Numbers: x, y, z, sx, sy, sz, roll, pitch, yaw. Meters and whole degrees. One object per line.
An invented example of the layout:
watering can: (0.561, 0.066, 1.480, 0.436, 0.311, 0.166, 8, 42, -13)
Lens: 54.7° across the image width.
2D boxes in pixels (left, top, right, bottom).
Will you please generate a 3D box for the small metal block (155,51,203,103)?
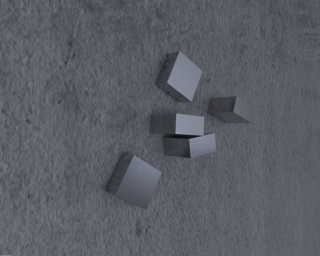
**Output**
small metal block: (0.027, -0.070, 0.429, 0.050, 0.025, 0.050, 33, 69, -35)

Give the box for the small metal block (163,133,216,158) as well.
small metal block: (0.040, 0.022, 0.425, 0.050, 0.050, 0.025, -10, 97, -40)

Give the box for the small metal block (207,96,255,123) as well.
small metal block: (0.111, -0.027, 0.484, 0.050, 0.050, 0.025, 24, 75, -38)

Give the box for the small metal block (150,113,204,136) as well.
small metal block: (0.022, -0.004, 0.409, 0.050, 0.050, 0.025, 4, 87, -40)

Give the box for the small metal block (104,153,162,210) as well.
small metal block: (-0.032, 0.066, 0.380, 0.050, 0.025, 0.050, 37, 67, -34)
